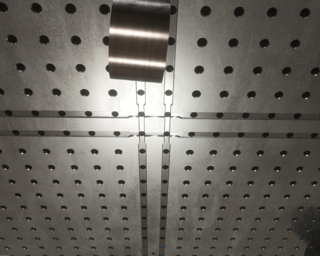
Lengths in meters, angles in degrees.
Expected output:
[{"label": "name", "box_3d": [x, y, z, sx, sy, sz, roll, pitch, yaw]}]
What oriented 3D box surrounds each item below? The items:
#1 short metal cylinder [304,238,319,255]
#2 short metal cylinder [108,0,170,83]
[{"label": "short metal cylinder", "box_3d": [0.333, 0.264, 0.606, 0.080, 0.080, 0.050, -32, 123, 24]}, {"label": "short metal cylinder", "box_3d": [-0.020, -0.086, 0.302, 0.050, 0.080, 0.079, 5, 130, -4]}]
